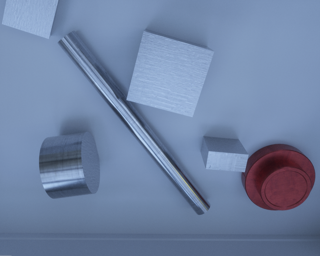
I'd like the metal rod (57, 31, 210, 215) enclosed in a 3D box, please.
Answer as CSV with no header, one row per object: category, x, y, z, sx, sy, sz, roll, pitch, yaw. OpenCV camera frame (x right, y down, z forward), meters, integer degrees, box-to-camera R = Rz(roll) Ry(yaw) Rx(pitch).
metal rod,-0.024,0.005,0.412,0.025,0.025,0.300,-34,107,11

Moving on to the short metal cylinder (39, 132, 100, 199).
short metal cylinder,-0.113,0.048,0.398,0.050,0.080,0.079,-8,110,2

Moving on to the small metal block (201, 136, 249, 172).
small metal block,0.084,0.034,0.412,0.050,0.050,0.025,5,110,-3

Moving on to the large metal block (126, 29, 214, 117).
large metal block,0.010,-0.067,0.373,0.081,0.050,0.079,14,109,-6

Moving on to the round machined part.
round machined part,0.168,0.075,0.432,0.099,0.042,0.097,0,110,-1

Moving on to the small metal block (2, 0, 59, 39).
small metal block,-0.146,-0.136,0.354,0.050,0.025,0.050,15,110,-20
